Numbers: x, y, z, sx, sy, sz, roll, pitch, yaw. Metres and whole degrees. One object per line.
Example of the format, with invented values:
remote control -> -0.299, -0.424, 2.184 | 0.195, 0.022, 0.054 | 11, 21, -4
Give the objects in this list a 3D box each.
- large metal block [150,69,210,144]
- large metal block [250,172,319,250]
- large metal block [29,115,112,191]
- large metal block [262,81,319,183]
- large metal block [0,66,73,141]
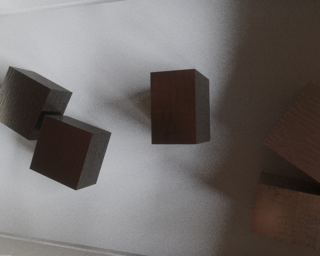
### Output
large metal block -> 0.027, -0.022, 0.371 | 0.050, 0.080, 0.079 | -1, 90, 20
large metal block -> 0.144, 0.085, 0.331 | 0.080, 0.080, 0.050 | 10, 94, 19
large metal block -> -0.126, 0.032, 0.440 | 0.080, 0.050, 0.080 | 20, 96, 18
large metal block -> 0.171, 0.007, 0.337 | 0.080, 0.050, 0.080 | 37, 102, 16
large metal block -> -0.192, -0.036, 0.463 | 0.080, 0.050, 0.080 | 28, 99, 17
